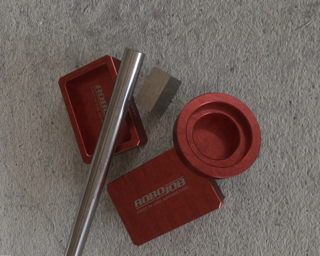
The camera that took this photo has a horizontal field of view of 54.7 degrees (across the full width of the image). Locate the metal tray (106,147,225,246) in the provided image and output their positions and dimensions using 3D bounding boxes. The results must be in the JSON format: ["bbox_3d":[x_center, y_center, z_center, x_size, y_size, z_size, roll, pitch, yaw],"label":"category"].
[{"bbox_3d":[0.005,0.085,0.404,0.130,0.030,0.090,-31,80,17],"label":"metal tray"}]

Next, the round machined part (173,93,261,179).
[{"bbox_3d":[0.063,0.012,0.362,0.099,0.042,0.098,3,74,-9],"label":"round machined part"}]

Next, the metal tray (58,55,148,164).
[{"bbox_3d":[-0.081,-0.024,0.433,0.090,0.030,0.129,-21,83,18],"label":"metal tray"}]

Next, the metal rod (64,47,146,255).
[{"bbox_3d":[-0.077,0.045,0.403,0.025,0.025,0.298,24,106,18],"label":"metal rod"}]

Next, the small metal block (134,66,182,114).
[{"bbox_3d":[-0.001,-0.046,0.395,0.025,0.050,0.050,33,101,16],"label":"small metal block"}]
